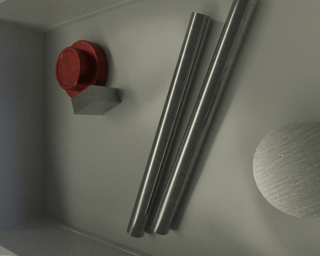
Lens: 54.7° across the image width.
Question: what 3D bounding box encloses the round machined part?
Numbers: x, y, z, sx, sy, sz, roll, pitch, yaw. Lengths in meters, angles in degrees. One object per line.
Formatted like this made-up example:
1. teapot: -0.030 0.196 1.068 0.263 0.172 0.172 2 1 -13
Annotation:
1. round machined part: -0.132 -0.094 0.502 0.098 0.042 0.097 0 90 39

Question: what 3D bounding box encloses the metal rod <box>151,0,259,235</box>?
1. metal rod: 0.046 -0.004 0.366 0.025 0.025 0.298 30 108 35

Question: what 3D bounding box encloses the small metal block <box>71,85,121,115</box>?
1. small metal block: -0.096 -0.041 0.467 0.050 0.050 0.025 -26 74 37

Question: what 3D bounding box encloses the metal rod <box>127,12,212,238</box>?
1. metal rod: 0.008 0.007 0.398 0.025 0.025 0.298 27 107 36

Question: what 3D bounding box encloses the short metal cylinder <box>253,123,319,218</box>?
1. short metal cylinder: 0.133 0.035 0.280 0.080 0.050 0.079 0 90 39
